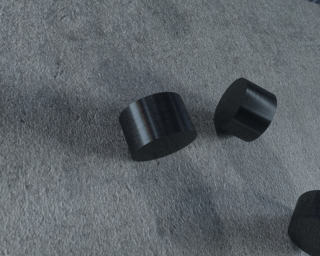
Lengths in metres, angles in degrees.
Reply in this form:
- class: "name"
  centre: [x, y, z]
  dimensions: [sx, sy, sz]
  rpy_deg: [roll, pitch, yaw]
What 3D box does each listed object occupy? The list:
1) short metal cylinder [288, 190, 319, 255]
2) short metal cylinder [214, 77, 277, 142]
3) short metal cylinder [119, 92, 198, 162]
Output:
- class: "short metal cylinder"
  centre: [0.216, 0.128, 0.406]
  dimensions: [0.080, 0.080, 0.050]
  rpy_deg: [42, 51, 1]
- class: "short metal cylinder"
  centre: [0.122, -0.026, 0.450]
  dimensions: [0.050, 0.080, 0.080]
  rpy_deg: [26, 53, -13]
- class: "short metal cylinder"
  centre: [-0.002, 0.000, 0.367]
  dimensions: [0.081, 0.080, 0.050]
  rpy_deg: [-9, 66, -32]
